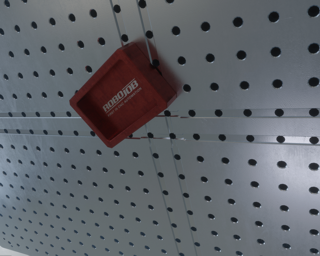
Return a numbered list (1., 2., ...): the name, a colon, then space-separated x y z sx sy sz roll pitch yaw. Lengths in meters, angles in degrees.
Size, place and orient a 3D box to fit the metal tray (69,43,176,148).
1. metal tray: -0.053 -0.038 0.413 0.130 0.030 0.090 -35 99 38
